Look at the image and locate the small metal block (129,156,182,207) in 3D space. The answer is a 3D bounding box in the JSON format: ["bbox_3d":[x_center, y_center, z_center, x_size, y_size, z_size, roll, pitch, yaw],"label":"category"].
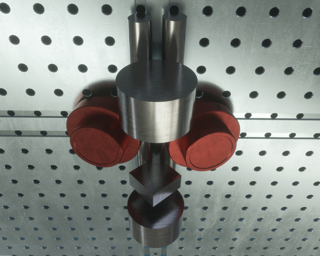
[{"bbox_3d":[-0.007,0.072,0.425,0.050,0.050,0.025,-29,139,-32],"label":"small metal block"}]

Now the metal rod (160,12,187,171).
[{"bbox_3d":[0.013,0.000,0.411,0.025,0.025,0.298,0,130,-1],"label":"metal rod"}]

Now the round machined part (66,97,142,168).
[{"bbox_3d":[-0.074,0.012,0.394,0.098,0.042,0.097,9,131,10],"label":"round machined part"}]

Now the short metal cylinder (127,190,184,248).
[{"bbox_3d":[-0.006,0.126,0.454,0.081,0.080,0.050,1,130,-1],"label":"short metal cylinder"}]

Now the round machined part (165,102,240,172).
[{"bbox_3d":[0.058,0.018,0.399,0.099,0.042,0.097,-10,132,-11],"label":"round machined part"}]

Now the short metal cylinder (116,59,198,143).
[{"bbox_3d":[-0.003,-0.030,0.321,0.081,0.080,0.050,1,130,-1],"label":"short metal cylinder"}]

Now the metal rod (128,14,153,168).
[{"bbox_3d":[-0.022,0.002,0.411,0.025,0.025,0.298,0,130,-1],"label":"metal rod"}]
